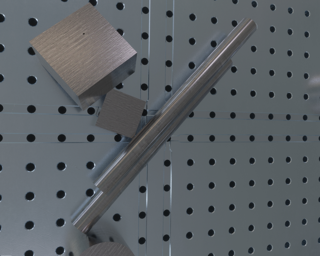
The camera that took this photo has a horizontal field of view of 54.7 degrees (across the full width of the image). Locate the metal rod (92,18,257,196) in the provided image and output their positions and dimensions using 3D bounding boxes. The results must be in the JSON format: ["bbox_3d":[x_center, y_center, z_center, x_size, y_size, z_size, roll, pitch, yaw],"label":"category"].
[{"bbox_3d":[0.028,-0.036,0.400,0.025,0.025,0.300,46,76,-15],"label":"metal rod"}]

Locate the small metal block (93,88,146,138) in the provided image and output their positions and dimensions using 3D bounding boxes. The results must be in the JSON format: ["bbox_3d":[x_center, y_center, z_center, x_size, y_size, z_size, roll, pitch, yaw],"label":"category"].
[{"bbox_3d":[-0.052,-0.018,0.394,0.050,0.025,0.050,20,83,-19],"label":"small metal block"}]

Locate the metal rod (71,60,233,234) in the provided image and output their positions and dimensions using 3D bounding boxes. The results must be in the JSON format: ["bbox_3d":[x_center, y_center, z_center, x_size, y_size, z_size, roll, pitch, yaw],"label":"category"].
[{"bbox_3d":[-0.002,0.011,0.412,0.025,0.025,0.300,45,76,-15],"label":"metal rod"}]

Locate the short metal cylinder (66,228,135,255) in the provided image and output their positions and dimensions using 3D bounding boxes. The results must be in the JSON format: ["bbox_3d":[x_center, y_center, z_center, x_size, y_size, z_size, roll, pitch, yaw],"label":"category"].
[{"bbox_3d":[-0.071,0.169,0.374,0.081,0.050,0.079,0,90,-20],"label":"short metal cylinder"}]

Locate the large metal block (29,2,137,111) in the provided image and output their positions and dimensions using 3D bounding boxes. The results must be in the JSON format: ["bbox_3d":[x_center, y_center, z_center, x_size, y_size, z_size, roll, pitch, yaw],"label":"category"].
[{"bbox_3d":[-0.085,-0.080,0.356,0.080,0.050,0.080,-41,84,-16],"label":"large metal block"}]
